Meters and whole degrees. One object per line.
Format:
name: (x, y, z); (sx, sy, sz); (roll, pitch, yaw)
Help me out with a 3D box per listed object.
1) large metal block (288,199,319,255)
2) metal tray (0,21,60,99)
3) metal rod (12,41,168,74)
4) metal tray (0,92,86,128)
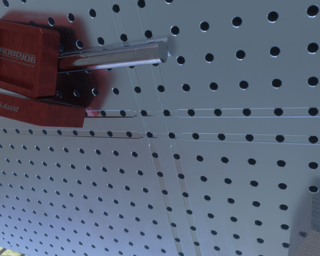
large metal block: (0.210, 0.146, 0.375); (0.080, 0.050, 0.079); (20, 126, 16)
metal tray: (-0.200, -0.098, 0.427); (0.130, 0.030, 0.089); (17, 106, 24)
metal rod: (-0.130, -0.088, 0.425); (0.300, 0.025, 0.025); (0, 119, 28)
metal tray: (-0.187, -0.028, 0.448); (0.130, 0.090, 0.030); (12, 93, 21)
